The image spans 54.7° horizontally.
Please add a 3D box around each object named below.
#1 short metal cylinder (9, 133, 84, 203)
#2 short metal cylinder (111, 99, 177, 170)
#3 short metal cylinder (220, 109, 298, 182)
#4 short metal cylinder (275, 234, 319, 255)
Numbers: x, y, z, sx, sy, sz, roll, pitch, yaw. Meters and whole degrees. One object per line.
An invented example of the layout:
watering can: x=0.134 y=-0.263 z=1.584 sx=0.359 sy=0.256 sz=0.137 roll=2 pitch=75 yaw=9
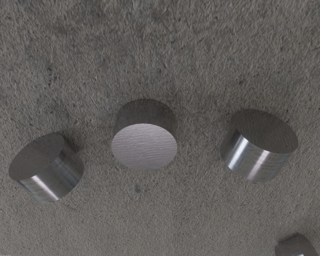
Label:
short metal cylinder: x=-0.150 y=0.053 z=0.414 sx=0.080 sy=0.080 sz=0.050 roll=-17 pitch=128 yaw=14
short metal cylinder: x=-0.019 y=0.009 z=0.398 sx=0.081 sy=0.050 sz=0.079 roll=0 pitch=130 yaw=0
short metal cylinder: x=0.123 y=0.021 z=0.390 sx=0.081 sy=0.080 sz=0.050 roll=10 pitch=129 yaw=-9
short metal cylinder: x=0.264 y=0.251 z=0.587 sx=0.080 sy=0.080 sz=0.050 roll=36 pitch=121 yaw=-27
